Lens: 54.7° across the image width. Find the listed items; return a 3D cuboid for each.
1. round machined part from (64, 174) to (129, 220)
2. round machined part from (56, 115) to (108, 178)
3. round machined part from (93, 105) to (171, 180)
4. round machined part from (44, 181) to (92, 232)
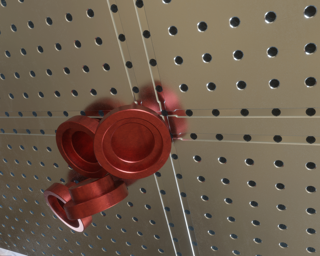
[{"bbox_3d":[-0.102,0.100,0.481,0.098,0.099,0.042,-19,92,35],"label":"round machined part"},{"bbox_3d":[-0.104,0.024,0.466,0.098,0.042,0.097,15,125,23],"label":"round machined part"},{"bbox_3d":[-0.036,0.015,0.409,0.099,0.042,0.097,-2,111,-5],"label":"round machined part"},{"bbox_3d":[-0.157,0.135,0.555,0.098,0.042,0.097,24,136,25],"label":"round machined part"}]
